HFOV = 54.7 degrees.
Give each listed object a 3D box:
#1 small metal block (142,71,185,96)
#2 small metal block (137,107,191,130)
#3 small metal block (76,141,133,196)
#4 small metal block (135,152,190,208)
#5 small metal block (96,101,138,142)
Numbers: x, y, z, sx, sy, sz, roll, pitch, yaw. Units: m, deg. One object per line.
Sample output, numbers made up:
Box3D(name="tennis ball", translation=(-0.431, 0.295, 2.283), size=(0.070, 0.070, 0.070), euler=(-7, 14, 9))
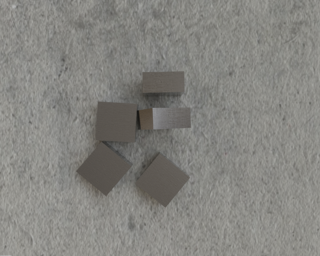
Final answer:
Box3D(name="small metal block", translation=(0.004, -0.055, 0.398), size=(0.050, 0.050, 0.025), euler=(-1, 90, -1))
Box3D(name="small metal block", translation=(0.004, -0.011, 0.389), size=(0.050, 0.050, 0.025), euler=(-2, 90, -25))
Box3D(name="small metal block", translation=(-0.072, 0.052, 0.409), size=(0.050, 0.025, 0.050), euler=(40, 90, -1))
Box3D(name="small metal block", translation=(0.003, 0.067, 0.410), size=(0.050, 0.025, 0.050), euler=(39, 90, -1))
Box3D(name="small metal block", translation=(-0.056, -0.008, 0.409), size=(0.050, 0.025, 0.050), euler=(3, 90, -1))
